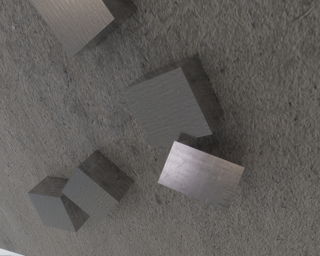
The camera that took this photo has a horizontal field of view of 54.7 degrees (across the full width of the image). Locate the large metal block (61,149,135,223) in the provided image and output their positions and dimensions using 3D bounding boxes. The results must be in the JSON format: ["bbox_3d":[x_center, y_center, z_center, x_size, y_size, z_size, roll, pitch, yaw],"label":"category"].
[{"bbox_3d":[-0.101,0.096,0.503,0.080,0.050,0.080,40,129,0],"label":"large metal block"}]

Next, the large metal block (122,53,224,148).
[{"bbox_3d":[0.017,-0.030,0.363,0.080,0.050,0.080,-16,110,34],"label":"large metal block"}]

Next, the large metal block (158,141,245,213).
[{"bbox_3d":[0.052,0.057,0.371,0.080,0.080,0.050,21,86,16],"label":"large metal block"}]

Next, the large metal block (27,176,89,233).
[{"bbox_3d":[-0.183,0.140,0.574,0.080,0.050,0.080,0,119,28],"label":"large metal block"}]

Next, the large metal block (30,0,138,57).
[{"bbox_3d":[-0.087,-0.140,0.350,0.080,0.050,0.080,-27,104,37],"label":"large metal block"}]
